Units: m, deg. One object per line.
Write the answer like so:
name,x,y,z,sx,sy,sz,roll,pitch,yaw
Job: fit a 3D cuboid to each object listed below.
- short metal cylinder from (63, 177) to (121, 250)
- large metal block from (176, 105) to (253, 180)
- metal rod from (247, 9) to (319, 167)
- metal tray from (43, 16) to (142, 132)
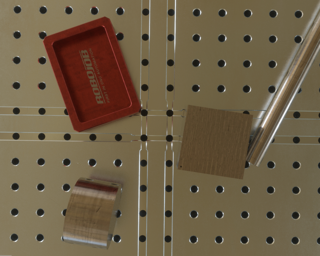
short metal cylinder,-0.081,0.105,0.385,0.050,0.080,0.080,10,90,0
large metal block,0.067,0.017,0.401,0.080,0.050,0.080,9,90,0
metal rod,0.190,-0.086,0.414,0.025,0.025,0.299,28,90,0
metal tray,-0.087,-0.069,0.409,0.090,0.030,0.129,-19,90,0
